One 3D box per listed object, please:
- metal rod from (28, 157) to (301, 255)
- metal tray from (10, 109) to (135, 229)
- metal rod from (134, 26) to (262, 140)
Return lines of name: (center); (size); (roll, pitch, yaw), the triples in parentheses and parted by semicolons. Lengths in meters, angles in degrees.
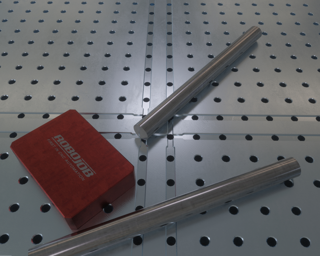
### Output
metal rod: (0.018, 0.087, 0.334); (0.302, 0.025, 0.025); (-16, 52, -14)
metal tray: (-0.103, 0.042, 0.368); (0.091, 0.030, 0.130); (-35, 59, -26)
metal rod: (0.072, -0.082, 0.476); (0.025, 0.025, 0.301); (33, 57, 24)
